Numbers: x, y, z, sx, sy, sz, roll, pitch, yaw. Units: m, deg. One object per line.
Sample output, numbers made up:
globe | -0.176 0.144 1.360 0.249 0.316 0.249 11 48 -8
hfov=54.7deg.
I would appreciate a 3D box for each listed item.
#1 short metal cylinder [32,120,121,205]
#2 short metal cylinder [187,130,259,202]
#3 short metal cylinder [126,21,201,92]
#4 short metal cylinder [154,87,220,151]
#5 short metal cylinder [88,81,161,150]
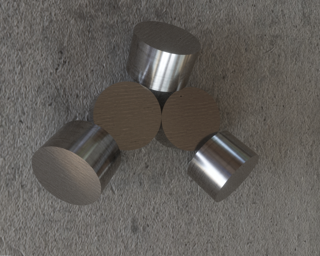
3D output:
short metal cylinder | -0.090 0.038 0.341 0.080 0.080 0.050 48 35 -14
short metal cylinder | 0.082 0.050 0.405 0.080 0.080 0.050 -39 61 -16
short metal cylinder | 0.003 -0.088 0.376 0.081 0.080 0.050 2 132 -20
short metal cylinder | 0.031 -0.011 0.408 0.081 0.050 0.080 0 90 -20
short metal cylinder | -0.045 -0.014 0.380 0.081 0.050 0.080 0 90 -20
